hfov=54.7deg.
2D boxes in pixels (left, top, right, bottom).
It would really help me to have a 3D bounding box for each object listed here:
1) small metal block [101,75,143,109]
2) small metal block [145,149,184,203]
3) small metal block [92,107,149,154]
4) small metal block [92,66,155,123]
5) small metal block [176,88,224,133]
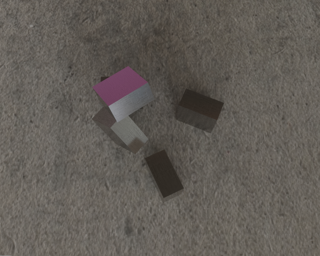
[{"bbox_3d":[-0.049,-0.046,0.411,0.050,0.050,0.025,-2,71,-1],"label":"small metal block"},{"bbox_3d":[0.004,0.059,0.373,0.025,0.050,0.050,-24,72,-9],"label":"small metal block"},{"bbox_3d":[-0.050,0.001,0.383,0.025,0.050,0.050,-50,36,-15],"label":"small metal block"},{"bbox_3d":[-0.043,-0.040,0.358,0.050,0.025,0.050,-33,44,-12],"label":"small metal block"},{"bbox_3d":[0.051,-0.021,0.403,0.050,0.050,0.025,22,72,7],"label":"small metal block"}]
